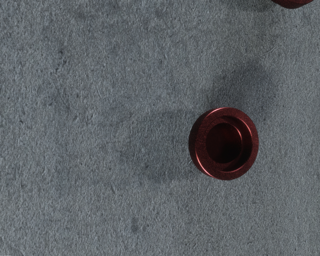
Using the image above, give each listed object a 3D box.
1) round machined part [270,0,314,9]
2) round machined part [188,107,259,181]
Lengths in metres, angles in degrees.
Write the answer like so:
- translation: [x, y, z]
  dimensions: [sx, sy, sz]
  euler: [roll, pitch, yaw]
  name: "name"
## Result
- translation: [0.195, -0.230, 0.471]
  dimensions: [0.099, 0.042, 0.097]
  euler: [0, 90, -20]
  name: "round machined part"
- translation: [0.084, 0.021, 0.431]
  dimensions: [0.099, 0.042, 0.097]
  euler: [0, 90, -20]
  name: "round machined part"
